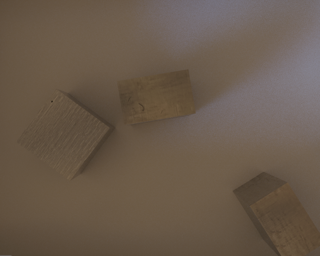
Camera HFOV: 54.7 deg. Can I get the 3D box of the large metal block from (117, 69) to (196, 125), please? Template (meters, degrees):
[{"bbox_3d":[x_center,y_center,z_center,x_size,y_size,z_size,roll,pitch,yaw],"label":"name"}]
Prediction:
[{"bbox_3d":[-0.004,-0.035,0.384,0.080,0.080,0.050,-10,90,0],"label":"large metal block"}]

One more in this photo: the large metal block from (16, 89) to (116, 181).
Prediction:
[{"bbox_3d":[-0.117,0.008,0.397,0.080,0.050,0.080,36,90,-1],"label":"large metal block"}]

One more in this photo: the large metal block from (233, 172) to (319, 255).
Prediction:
[{"bbox_3d":[0.143,0.107,0.386,0.050,0.080,0.080,-32,90,0],"label":"large metal block"}]
